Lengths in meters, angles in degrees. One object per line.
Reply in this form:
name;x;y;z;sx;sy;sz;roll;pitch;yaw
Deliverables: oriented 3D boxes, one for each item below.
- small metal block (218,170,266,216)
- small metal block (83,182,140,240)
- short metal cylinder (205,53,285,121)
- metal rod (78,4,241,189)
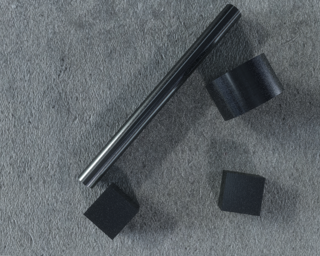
small metal block;0.108;0.086;0.412;0.050;0.025;0.050;8;90;-1
small metal block;-0.063;0.109;0.409;0.050;0.025;0.050;42;90;-1
short metal cylinder;0.104;-0.050;0.384;0.080;0.080;0.050;-29;90;0
metal rod;0.000;-0.042;0.409;0.025;0.025;0.300;41;90;-1
